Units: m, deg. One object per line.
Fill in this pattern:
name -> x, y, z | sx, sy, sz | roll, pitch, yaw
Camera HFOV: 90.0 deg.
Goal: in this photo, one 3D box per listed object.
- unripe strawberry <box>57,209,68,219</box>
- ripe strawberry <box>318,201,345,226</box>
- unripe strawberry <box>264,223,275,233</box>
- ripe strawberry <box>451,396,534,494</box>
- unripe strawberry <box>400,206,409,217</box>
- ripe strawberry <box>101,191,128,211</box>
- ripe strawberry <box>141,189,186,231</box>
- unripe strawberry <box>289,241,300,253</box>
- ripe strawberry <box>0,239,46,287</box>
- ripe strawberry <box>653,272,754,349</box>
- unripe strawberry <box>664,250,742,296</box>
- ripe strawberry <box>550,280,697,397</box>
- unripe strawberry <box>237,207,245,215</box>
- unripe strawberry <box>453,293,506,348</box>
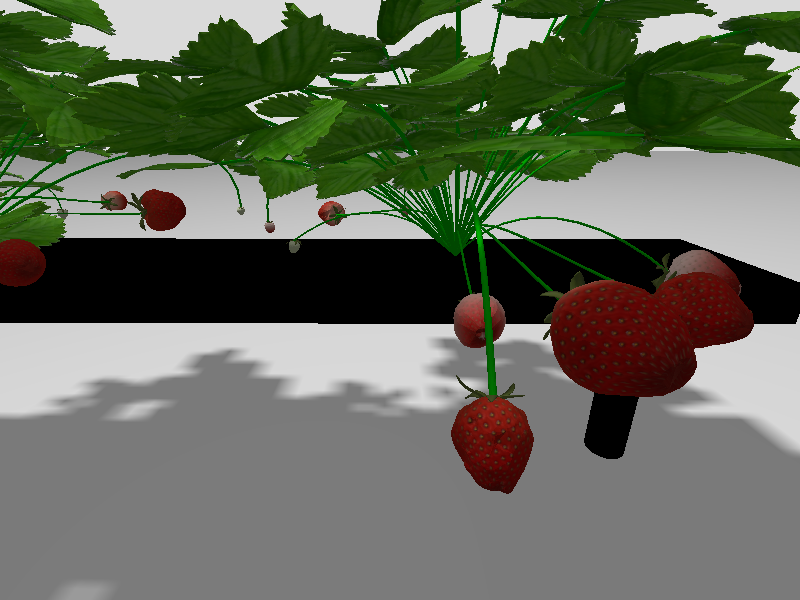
unripe strawberry -> -0.411, -0.104, 0.488 | 0.010, 0.011, 0.011 | -2, 22, -4
ripe strawberry -> -0.083, -0.104, 0.479 | 0.029, 0.029, 0.032 | 20, 29, 41
unripe strawberry -> -0.141, -0.078, 0.435 | 0.011, 0.011, 0.011 | 9, 24, 22
ripe strawberry -> 0.028, 0.043, 0.120 | 0.024, 0.027, 0.028 | 2, -19, 5
unripe strawberry -> 0.006, -0.116, 0.522 | 0.013, 0.014, 0.015 | -5, 23, -13
ripe strawberry -> -0.409, -0.143, 0.576 | 0.032, 0.028, 0.033 | -1, 22, -2
ripe strawberry -> -0.264, -0.101, 0.450 | 0.044, 0.046, 0.040 | -16, 27, -35
unripe strawberry -> -0.098, -0.049, 0.370 | 0.010, 0.012, 0.012 | 13, 22, -1
ripe strawberry -> -0.269, -0.025, 0.283 | 0.035, 0.034, 0.032 | 16, 27, 27
ripe strawberry -> 0.144, 0.007, 0.193 | 0.043, 0.039, 0.039 | -12, 25, -26
unripe strawberry -> 0.186, -0.011, 0.245 | 0.038, 0.037, 0.035 | 19, 29, 37
ripe strawberry -> 0.088, 0.016, 0.159 | 0.052, 0.045, 0.052 | -4, 23, -10
unripe strawberry -> -0.209, -0.116, 0.526 | 0.010, 0.010, 0.011 | -20, 29, -40
unripe strawberry -> 0.040, 0.012, 0.200 | 0.026, 0.028, 0.028 | 1, 23, 3
